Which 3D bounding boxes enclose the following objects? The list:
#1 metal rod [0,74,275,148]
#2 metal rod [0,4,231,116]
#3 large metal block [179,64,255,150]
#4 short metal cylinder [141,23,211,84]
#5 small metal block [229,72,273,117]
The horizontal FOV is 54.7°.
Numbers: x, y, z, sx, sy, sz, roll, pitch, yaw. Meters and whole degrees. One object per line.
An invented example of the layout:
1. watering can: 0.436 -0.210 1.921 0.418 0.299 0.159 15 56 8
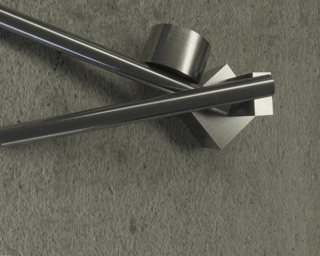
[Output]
1. metal rod: -0.026 -0.019 0.345 0.302 0.025 0.025 -11 94 1
2. metal rod: -0.057 -0.078 0.359 0.302 0.025 0.025 21 83 -8
3. large metal block: 0.075 -0.028 0.424 0.080 0.050 0.080 -43 103 -14
4. short metal cylinder: 0.018 -0.087 0.390 0.080 0.080 0.050 22 83 -19
5. small metal block: 0.111 -0.040 0.383 0.025 0.050 0.050 -4 92 -20
